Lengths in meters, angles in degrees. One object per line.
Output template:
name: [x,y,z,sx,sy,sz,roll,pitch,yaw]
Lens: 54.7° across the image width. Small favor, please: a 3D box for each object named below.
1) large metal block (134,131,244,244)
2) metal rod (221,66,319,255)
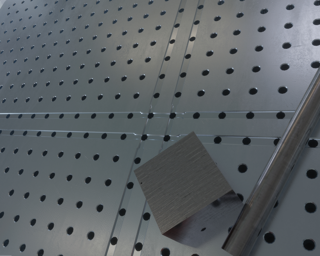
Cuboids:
large metal block: [0.030,0.064,0.337,0.080,0.050,0.080,-34,51,5]
metal rod: [0.150,0.000,0.329,0.025,0.025,0.300,24,74,36]
